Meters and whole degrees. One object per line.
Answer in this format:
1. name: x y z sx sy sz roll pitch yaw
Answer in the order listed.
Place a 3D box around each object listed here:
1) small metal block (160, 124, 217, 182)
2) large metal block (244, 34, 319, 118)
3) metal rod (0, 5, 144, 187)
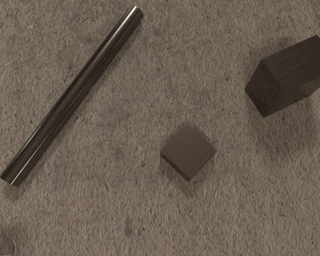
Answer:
1. small metal block: 0.036 0.032 0.397 0.050 0.025 0.050 43 75 13
2. large metal block: 0.168 -0.064 0.405 0.080 0.080 0.050 -25 72 -9
3. metal rod: -0.111 -0.055 0.426 0.025 0.025 0.300 29 72 9
